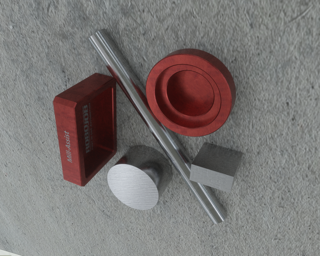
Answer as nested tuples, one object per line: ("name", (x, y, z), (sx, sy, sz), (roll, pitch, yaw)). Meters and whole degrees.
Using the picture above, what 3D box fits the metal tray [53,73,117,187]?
("metal tray", (-0.094, 0.002, 0.416), (0.030, 0.090, 0.129), (17, 125, 18))

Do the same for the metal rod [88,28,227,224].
("metal rod", (0.004, 0.007, 0.410), (0.025, 0.025, 0.299), (-24, 106, 36))

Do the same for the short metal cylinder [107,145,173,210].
("short metal cylinder", (-0.028, 0.071, 0.449), (0.080, 0.050, 0.079), (13, 124, 20))

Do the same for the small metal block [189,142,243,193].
("small metal block", (0.069, 0.047, 0.380), (0.050, 0.050, 0.025), (16, 125, 19))

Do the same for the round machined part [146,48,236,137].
("round machined part", (0.037, -0.042, 0.351), (0.098, 0.042, 0.097), (13, 124, 20))
